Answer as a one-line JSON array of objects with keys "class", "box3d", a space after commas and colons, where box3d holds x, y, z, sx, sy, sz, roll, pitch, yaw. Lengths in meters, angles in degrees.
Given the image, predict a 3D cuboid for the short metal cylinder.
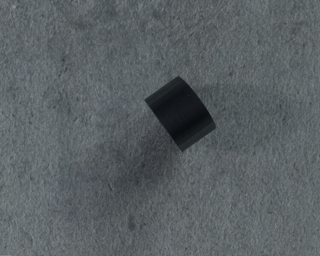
[{"class": "short metal cylinder", "box3d": [0.024, -0.017, 0.383, 0.050, 0.080, 0.080, -36, 90, 0]}]
